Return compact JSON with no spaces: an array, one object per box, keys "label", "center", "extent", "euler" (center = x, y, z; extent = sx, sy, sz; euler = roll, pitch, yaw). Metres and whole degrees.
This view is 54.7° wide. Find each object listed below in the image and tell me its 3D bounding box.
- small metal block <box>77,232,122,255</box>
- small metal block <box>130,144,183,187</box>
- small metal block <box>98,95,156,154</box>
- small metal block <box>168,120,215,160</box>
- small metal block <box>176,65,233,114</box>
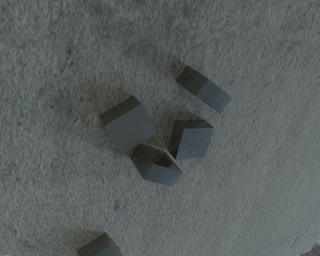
[{"label":"small metal block","center":[-0.092,0.198,0.481],"extent":[0.050,0.025,0.050],"euler":[-30,129,-9]},{"label":"small metal block","center":[-0.006,0.050,0.420],"extent":[0.050,0.050,0.025],"euler":[22,107,-37]},{"label":"small metal block","center":[-0.040,-0.004,0.384],"extent":[0.050,0.025,0.050],"euler":[-32,129,-8]},{"label":"small metal block","center":[0.044,0.016,0.443],"extent":[0.050,0.025,0.050],"euler":[-1,119,-28]},{"label":"small metal block","center":[0.055,-0.049,0.392],"extent":[0.050,0.050,0.025],"euler":[29,102,-38]}]
